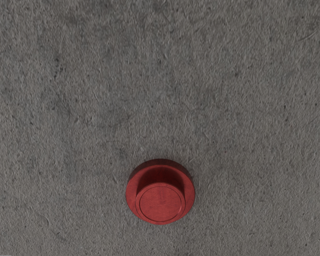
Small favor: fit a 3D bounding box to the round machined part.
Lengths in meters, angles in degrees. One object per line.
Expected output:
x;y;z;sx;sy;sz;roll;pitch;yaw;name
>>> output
0.001;0.096;0.436;0.099;0.042;0.097;0;110;0;round machined part
